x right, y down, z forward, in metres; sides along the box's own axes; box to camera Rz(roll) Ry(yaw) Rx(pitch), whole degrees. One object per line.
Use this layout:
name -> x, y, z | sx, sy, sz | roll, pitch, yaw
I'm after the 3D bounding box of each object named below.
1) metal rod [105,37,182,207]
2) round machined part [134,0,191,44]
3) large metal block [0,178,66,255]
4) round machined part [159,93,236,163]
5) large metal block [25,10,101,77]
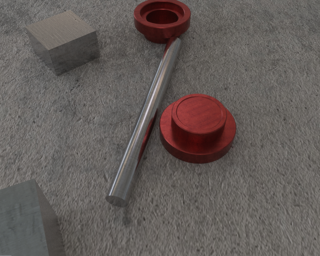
metal rod -> -0.011, -0.032, 0.429 | 0.025, 0.025, 0.300 | 11, 51, 9
round machined part -> 0.004, -0.186, 0.548 | 0.099, 0.042, 0.098 | 0, 50, 0
large metal block -> -0.120, 0.106, 0.277 | 0.050, 0.080, 0.080 | -18, 53, -15
round machined part -> 0.049, -0.006, 0.398 | 0.099, 0.042, 0.098 | 0, 50, 0
large metal block -> -0.156, -0.139, 0.503 | 0.080, 0.050, 0.080 | -32, 57, -24
